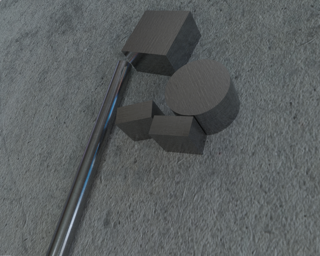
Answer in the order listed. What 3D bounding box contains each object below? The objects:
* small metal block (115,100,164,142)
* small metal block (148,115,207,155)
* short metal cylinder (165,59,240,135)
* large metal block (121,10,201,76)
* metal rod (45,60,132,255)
[{"bbox_3d":[-0.022,-0.008,0.403,0.050,0.050,0.025,-11,58,22],"label":"small metal block"},{"bbox_3d":[0.022,0.009,0.370,0.050,0.050,0.025,3,63,29],"label":"small metal block"},{"bbox_3d":[0.053,-0.037,0.382,0.080,0.050,0.080,-13,56,20],"label":"short metal cylinder"},{"bbox_3d":[0.003,-0.127,0.463,0.080,0.050,0.080,15,69,33],"label":"large metal block"},{"bbox_3d":[-0.091,0.032,0.430,0.025,0.025,0.300,1,62,28],"label":"metal rod"}]
